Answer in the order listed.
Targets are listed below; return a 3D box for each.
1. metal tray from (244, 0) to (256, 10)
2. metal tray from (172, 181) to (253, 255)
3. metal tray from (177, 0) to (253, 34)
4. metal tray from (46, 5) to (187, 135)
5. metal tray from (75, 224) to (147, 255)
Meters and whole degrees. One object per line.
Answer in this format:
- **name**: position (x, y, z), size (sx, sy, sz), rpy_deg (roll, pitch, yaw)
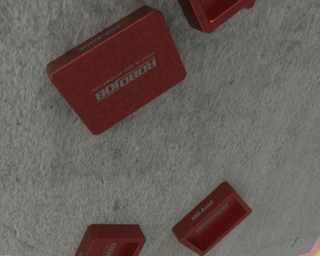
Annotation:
- **metal tray**: position (0.062, -0.190, 0.321), size (0.131, 0.030, 0.089), rpy_deg (9, 114, -33)
- **metal tray**: position (0.097, 0.167, 0.562), size (0.130, 0.030, 0.090), rpy_deg (-42, 130, 1)
- **metal tray**: position (0.046, -0.167, 0.287), size (0.090, 0.030, 0.130), rpy_deg (-38, 130, -3)
- **metal tray**: position (-0.043, -0.062, 0.343), size (0.130, 0.030, 0.090), rpy_deg (-34, 129, -6)
- **metal tray**: position (-0.088, 0.211, 0.487), size (0.091, 0.030, 0.129), rpy_deg (13, 111, -34)
